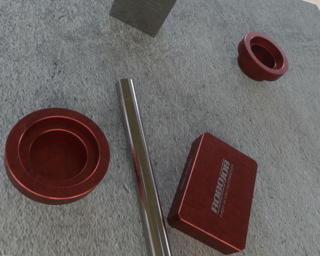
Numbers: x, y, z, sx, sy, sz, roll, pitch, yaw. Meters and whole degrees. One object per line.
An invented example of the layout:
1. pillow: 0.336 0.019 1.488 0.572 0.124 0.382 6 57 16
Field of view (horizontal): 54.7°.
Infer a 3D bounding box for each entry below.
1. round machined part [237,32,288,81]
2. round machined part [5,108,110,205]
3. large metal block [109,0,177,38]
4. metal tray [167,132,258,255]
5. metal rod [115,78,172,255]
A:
1. round machined part: 0.183 -0.125 0.571 0.099 0.042 0.098 14 56 -21
2. round machined part: -0.105 0.031 0.318 0.099 0.042 0.098 14 56 -21
3. large metal block: -0.023 -0.201 0.480 0.080 0.080 0.050 24 53 -14
4. metal tray: 0.071 0.079 0.393 0.090 0.030 0.130 31 52 -9
5. metal rod: -0.015 0.073 0.352 0.025 0.025 0.299 1 61 -28
